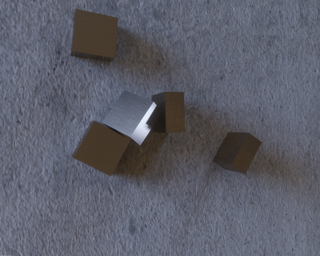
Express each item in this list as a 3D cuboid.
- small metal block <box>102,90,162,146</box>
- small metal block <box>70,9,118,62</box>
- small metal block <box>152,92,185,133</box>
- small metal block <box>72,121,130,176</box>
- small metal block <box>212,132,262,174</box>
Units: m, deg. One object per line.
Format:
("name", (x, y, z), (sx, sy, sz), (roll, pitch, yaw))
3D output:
("small metal block", (-0.034, -0.013, 0.381), (0.050, 0.050, 0.025), (-57, 145, -12))
("small metal block", (-0.081, -0.112, 0.380), (0.050, 0.025, 0.050), (6, 88, -20))
("small metal block", (0.010, -0.019, 0.400), (0.025, 0.050, 0.050), (-2, 91, -20))
("small metal block", (-0.073, 0.025, 0.383), (0.050, 0.025, 0.050), (31, 80, -18))
("small metal block", (0.108, 0.034, 0.437), (0.025, 0.050, 0.050), (35, 79, -17))
